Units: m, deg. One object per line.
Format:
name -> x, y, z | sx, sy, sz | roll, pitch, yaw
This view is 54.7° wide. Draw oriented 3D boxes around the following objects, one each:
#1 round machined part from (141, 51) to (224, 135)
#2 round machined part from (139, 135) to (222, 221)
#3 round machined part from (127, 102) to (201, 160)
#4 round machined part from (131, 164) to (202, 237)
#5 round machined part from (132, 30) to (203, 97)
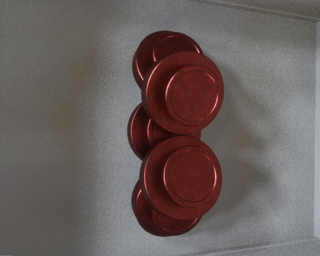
round machined part -> 0.031, -0.039, 0.357 | 0.099, 0.042, 0.097 | -5, 104, -19
round machined part -> 0.029, 0.056, 0.356 | 0.099, 0.042, 0.098 | 4, 77, -19
round machined part -> 0.010, 0.004, 0.404 | 0.099, 0.042, 0.097 | 0, 89, -20
round machined part -> 0.017, 0.095, 0.392 | 0.099, 0.042, 0.097 | -6, 107, -18
round machined part -> 0.017, -0.082, 0.394 | 0.099, 0.042, 0.098 | 6, 72, -19
